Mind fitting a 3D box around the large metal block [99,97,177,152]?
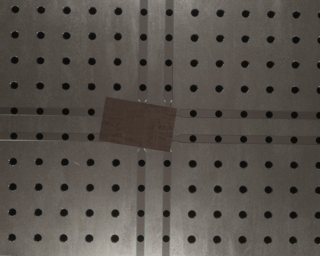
[{"bbox_3d":[-0.025,-0.004,0.386,0.080,0.080,0.050,9,90,-1],"label":"large metal block"}]
